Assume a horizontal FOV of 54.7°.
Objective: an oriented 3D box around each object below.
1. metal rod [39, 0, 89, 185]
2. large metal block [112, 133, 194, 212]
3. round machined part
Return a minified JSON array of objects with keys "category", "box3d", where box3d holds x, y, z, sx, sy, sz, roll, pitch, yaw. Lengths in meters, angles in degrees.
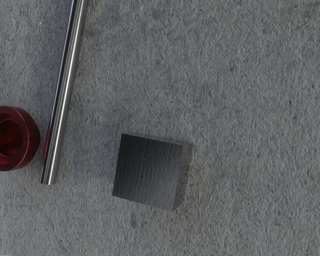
[{"category":"metal rod","box3d":[-0.140,-0.064,0.456,0.025,0.025,0.298,13,94,19]},{"category":"large metal block","box3d":[-0.008,0.053,0.398,0.080,0.050,0.079,10,93,19]},{"category":"round machined part","box3d":[-0.227,0.016,0.478,0.098,0.042,0.097,0,90,19]}]
